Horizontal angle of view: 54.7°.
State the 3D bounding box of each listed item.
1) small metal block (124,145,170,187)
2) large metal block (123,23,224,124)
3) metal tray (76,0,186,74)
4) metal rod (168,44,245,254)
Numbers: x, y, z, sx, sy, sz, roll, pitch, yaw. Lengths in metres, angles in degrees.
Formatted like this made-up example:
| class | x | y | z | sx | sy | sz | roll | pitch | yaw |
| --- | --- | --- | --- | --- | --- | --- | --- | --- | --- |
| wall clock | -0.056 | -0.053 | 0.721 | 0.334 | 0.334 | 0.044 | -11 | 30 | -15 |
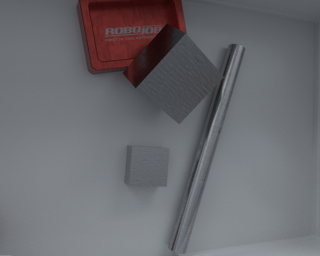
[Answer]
| class | x | y | z | sx | sy | sz | roll | pitch | yaw |
| --- | --- | --- | --- | --- | --- | --- | --- | --- | --- |
| small metal block | -0.017 | 0.049 | 0.405 | 0.050 | 0.025 | 0.050 | 5 | 89 | -20 |
| large metal block | 0.016 | -0.065 | 0.379 | 0.080 | 0.050 | 0.080 | -47 | 128 | 6 |
| metal tray | -0.032 | -0.122 | 0.396 | 0.131 | 0.030 | 0.089 | -11 | 94 | -20 |
| metal rod | 0.068 | 0.024 | 0.436 | 0.025 | 0.025 | 0.299 | 20 | 83 | -19 |
